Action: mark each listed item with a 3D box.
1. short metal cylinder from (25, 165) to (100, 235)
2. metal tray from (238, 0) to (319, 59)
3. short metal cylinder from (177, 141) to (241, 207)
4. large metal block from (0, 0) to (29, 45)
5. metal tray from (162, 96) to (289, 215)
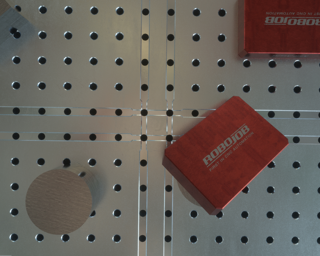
[{"bbox_3d":[-0.123,0.089,0.400,0.081,0.050,0.079,0,90,0],"label":"short metal cylinder"},{"bbox_3d":[0.174,-0.140,0.412,0.131,0.030,0.089,0,90,0],"label":"metal tray"},{"bbox_3d":[0.060,0.057,0.401,0.081,0.050,0.079,0,90,0],"label":"short metal cylinder"},{"bbox_3d":[-0.237,-0.151,0.399,0.080,0.050,0.080,-41,90,0],"label":"large metal block"},{"bbox_3d":[0.079,0.029,0.374,0.131,0.030,0.090,-37,71,-23],"label":"metal tray"}]
